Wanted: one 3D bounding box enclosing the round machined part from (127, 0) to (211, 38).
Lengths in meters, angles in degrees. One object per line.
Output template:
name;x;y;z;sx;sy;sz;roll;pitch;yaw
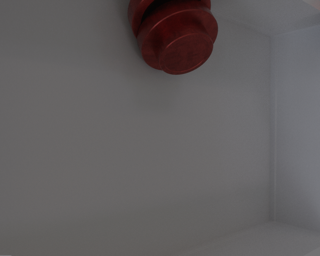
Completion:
round machined part;0.008;-0.147;0.377;0.099;0.098;0.042;6;54;-40

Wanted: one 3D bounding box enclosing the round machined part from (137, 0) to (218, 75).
round machined part;0.025;-0.102;0.376;0.099;0.098;0.042;5;53;-40
